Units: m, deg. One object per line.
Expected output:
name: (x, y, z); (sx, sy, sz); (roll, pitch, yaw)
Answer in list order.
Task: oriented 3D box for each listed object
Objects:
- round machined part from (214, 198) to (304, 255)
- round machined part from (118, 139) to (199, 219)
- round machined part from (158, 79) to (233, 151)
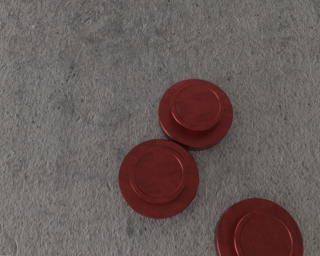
round machined part: (0.114, 0.129, 0.352); (0.099, 0.042, 0.098); (0, 70, 0)
round machined part: (-0.001, 0.059, 0.377); (0.099, 0.042, 0.098); (0, 70, 0)
round machined part: (0.047, -0.022, 0.407); (0.099, 0.042, 0.098); (0, 70, 0)
